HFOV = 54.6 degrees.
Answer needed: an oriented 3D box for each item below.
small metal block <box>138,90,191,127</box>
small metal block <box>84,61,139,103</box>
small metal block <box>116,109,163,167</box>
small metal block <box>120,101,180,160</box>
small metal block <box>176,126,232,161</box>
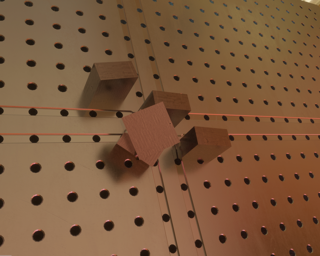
[{"bbox_3d":[0.005,-0.023,0.408,0.050,0.050,0.025,3,60,-27],"label":"small metal block"},{"bbox_3d":[-0.063,-0.058,0.394,0.050,0.050,0.025,-11,68,-33],"label":"small metal block"},{"bbox_3d":[-0.019,0.013,0.378,0.050,0.025,0.050,34,77,-6],"label":"small metal block"},{"bbox_3d":[-0.012,0.004,0.354,0.050,0.025,0.050,-23,89,-14],"label":"small metal block"},{"bbox_3d":[0.056,0.022,0.408,0.050,0.050,0.025,5,60,-26],"label":"small metal block"}]
